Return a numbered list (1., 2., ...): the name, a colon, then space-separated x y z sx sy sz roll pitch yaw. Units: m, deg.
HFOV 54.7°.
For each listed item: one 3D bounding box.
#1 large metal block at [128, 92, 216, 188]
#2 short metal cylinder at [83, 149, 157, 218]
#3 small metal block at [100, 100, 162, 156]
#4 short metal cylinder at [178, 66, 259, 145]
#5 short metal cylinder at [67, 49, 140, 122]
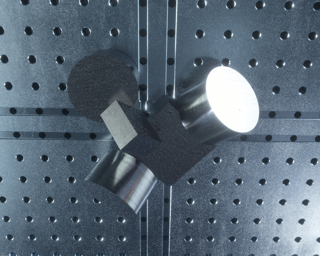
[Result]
1. large metal block: 0.011 0.015 0.399 0.080 0.050 0.080 43 104 -14
2. short metal cylinder: -0.051 0.072 0.400 0.080 0.050 0.080 25 150 16
3. small metal block: -0.031 0.001 0.343 0.025 0.050 0.050 -42 61 16
4. short metal cylinder: 0.069 -0.025 0.364 0.080 0.080 0.050 41 143 -14
5. short metal cylinder: -0.065 -0.052 0.377 0.081 0.050 0.079 0 110 0
